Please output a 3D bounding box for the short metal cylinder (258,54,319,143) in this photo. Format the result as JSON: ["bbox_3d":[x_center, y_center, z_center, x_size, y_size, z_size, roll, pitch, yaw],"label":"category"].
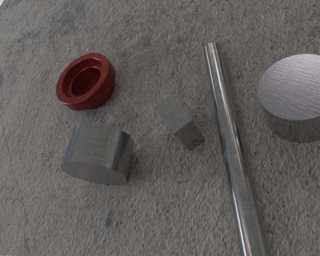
[{"bbox_3d":[0.149,-0.031,0.328,0.080,0.050,0.080,-13,56,21],"label":"short metal cylinder"}]

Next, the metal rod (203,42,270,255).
[{"bbox_3d":[0.081,0.015,0.352,0.025,0.025,0.299,-16,55,19],"label":"metal rod"}]

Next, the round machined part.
[{"bbox_3d":[-0.113,-0.069,0.494,0.098,0.042,0.098,-13,56,21],"label":"round machined part"}]

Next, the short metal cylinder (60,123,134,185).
[{"bbox_3d":[-0.077,0.035,0.388,0.080,0.080,0.050,-4,60,26],"label":"short metal cylinder"}]

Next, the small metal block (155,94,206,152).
[{"bbox_3d":[0.025,-0.006,0.378,0.025,0.050,0.050,-38,51,3],"label":"small metal block"}]
